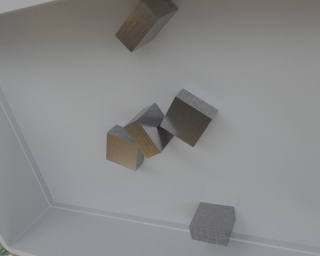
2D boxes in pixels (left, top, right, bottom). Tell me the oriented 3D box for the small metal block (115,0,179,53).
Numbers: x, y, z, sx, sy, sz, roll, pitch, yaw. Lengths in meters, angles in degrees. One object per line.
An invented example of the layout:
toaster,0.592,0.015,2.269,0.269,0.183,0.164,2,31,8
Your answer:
small metal block,-0.014,-0.113,0.330,0.025,0.050,0.050,46,129,-4

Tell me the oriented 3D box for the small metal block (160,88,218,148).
small metal block,0.035,-0.012,0.383,0.050,0.025,0.050,33,129,6

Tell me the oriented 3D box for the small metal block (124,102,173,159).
small metal block,-0.011,0.003,0.400,0.025,0.050,0.050,-26,104,37

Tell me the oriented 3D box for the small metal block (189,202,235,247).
small metal block,0.075,0.134,0.436,0.050,0.050,0.025,2,119,27

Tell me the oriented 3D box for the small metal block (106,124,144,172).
small metal block,-0.050,0.029,0.453,0.050,0.025,0.050,20,126,16
